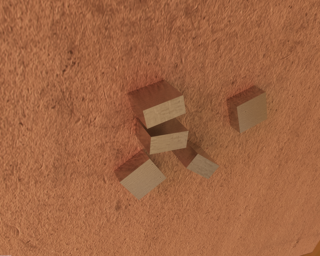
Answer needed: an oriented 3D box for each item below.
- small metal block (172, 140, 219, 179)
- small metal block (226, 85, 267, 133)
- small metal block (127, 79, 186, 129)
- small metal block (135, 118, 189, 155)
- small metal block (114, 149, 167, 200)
[{"bbox_3d":[0.049,0.042,0.443,0.050,0.050,0.025,30,102,-38],"label":"small metal block"},{"bbox_3d":[0.130,-0.028,0.461,0.050,0.025,0.050,-27,128,-12],"label":"small metal block"},{"bbox_3d":[-0.005,-0.030,0.369,0.050,0.050,0.025,-23,127,-15],"label":"small metal block"},{"bbox_3d":[0.001,0.006,0.395,0.050,0.050,0.025,-9,122,-24],"label":"small metal block"},{"bbox_3d":[-0.027,0.065,0.432,0.050,0.025,0.050,-38,129,-2],"label":"small metal block"}]
